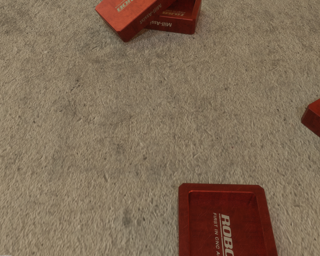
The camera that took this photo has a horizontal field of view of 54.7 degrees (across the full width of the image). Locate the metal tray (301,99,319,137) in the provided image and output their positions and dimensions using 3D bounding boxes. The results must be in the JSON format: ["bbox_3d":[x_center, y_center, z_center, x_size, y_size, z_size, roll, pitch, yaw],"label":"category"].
[{"bbox_3d":[0.271,-0.018,0.416,0.131,0.030,0.090,-26,55,-21],"label":"metal tray"}]

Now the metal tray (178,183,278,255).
[{"bbox_3d":[0.063,0.118,0.300,0.091,0.030,0.130,1,50,1],"label":"metal tray"}]

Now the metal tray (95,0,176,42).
[{"bbox_3d":[-0.041,-0.225,0.551,0.130,0.030,0.090,-41,60,1],"label":"metal tray"}]

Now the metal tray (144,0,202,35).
[{"bbox_3d":[0.008,-0.222,0.586,0.131,0.030,0.090,10,51,8],"label":"metal tray"}]
